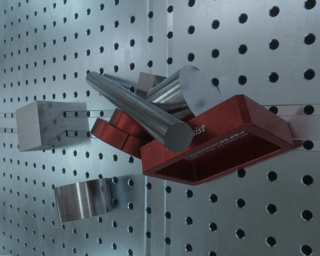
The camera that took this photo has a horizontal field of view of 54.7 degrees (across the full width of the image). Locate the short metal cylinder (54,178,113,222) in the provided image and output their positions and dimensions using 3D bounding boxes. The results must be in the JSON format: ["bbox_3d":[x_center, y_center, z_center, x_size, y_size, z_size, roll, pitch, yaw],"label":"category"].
[{"bbox_3d":[-0.115,0.108,0.469,0.080,0.081,0.050,-19,78,38],"label":"short metal cylinder"}]

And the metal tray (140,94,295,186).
[{"bbox_3d":[0.055,0.021,0.318,0.130,0.091,0.030,-30,55,36],"label":"metal tray"}]

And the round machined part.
[{"bbox_3d":[-0.034,0.007,0.393,0.098,0.098,0.042,25,89,37],"label":"round machined part"}]

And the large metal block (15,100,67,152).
[{"bbox_3d":[-0.222,-0.002,0.577,0.080,0.050,0.080,-14,81,39],"label":"large metal block"}]

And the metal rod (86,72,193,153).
[{"bbox_3d":[-0.046,-0.036,0.371,0.300,0.025,0.025,35,114,60],"label":"metal rod"}]

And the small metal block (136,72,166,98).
[{"bbox_3d":[-0.004,-0.042,0.396,0.025,0.050,0.050,20,103,38],"label":"small metal block"}]

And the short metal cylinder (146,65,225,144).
[{"bbox_3d":[0.030,-0.023,0.349,0.050,0.081,0.080,-30,71,36],"label":"short metal cylinder"}]
